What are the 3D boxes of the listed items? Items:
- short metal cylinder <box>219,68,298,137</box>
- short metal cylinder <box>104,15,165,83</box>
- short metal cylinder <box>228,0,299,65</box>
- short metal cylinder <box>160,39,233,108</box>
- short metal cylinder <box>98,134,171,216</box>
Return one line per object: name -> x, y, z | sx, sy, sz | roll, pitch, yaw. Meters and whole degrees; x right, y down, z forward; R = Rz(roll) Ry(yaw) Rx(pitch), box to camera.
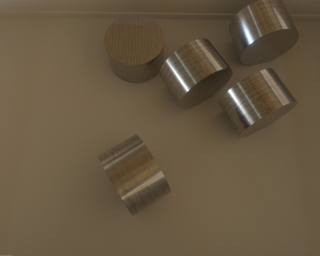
short metal cylinder -> 0.123, -0.030, 0.392 | 0.080, 0.080, 0.050 | -26, 72, -9
short metal cylinder -> -0.034, -0.110, 0.436 | 0.081, 0.050, 0.080 | 0, 70, 0
short metal cylinder -> 0.142, -0.131, 0.429 | 0.081, 0.080, 0.050 | -14, 71, -5
short metal cylinder -> 0.047, -0.070, 0.406 | 0.080, 0.080, 0.050 | -29, 73, -10
short metal cylinder -> -0.030, 0.054, 0.360 | 0.050, 0.080, 0.080 | -31, 73, -10
